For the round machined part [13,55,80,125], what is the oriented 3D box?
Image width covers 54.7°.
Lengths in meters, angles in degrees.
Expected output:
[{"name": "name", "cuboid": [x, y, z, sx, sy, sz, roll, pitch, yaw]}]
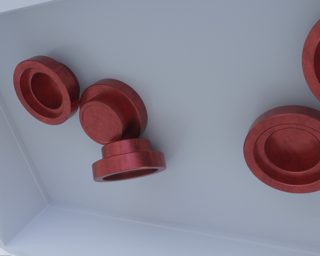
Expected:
[{"name": "round machined part", "cuboid": [-0.155, -0.056, 0.442, 0.098, 0.042, 0.097, 13, 124, 20]}]

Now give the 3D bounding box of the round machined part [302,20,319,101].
[{"name": "round machined part", "cuboid": [0.174, -0.057, 0.253, 0.098, 0.042, 0.097, 42, 146, 37]}]

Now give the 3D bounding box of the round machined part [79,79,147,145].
[{"name": "round machined part", "cuboid": [-0.070, -0.014, 0.424, 0.098, 0.042, 0.097, 13, 124, 20]}]

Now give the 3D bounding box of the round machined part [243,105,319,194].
[{"name": "round machined part", "cuboid": [0.144, 0.019, 0.334, 0.098, 0.042, 0.097, 13, 124, 20]}]

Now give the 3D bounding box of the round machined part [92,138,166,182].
[{"name": "round machined part", "cuboid": [-0.043, 0.043, 0.422, 0.098, 0.099, 0.042, -22, 71, 36]}]
